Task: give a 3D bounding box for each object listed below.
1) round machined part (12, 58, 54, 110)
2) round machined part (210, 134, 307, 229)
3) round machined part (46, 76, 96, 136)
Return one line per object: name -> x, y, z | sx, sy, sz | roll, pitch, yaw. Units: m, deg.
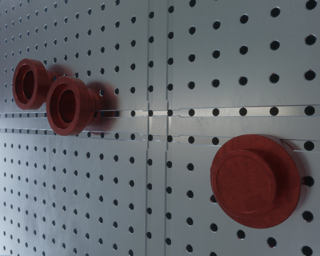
round machined part -> -0.243, -0.083, 0.601 | 0.098, 0.042, 0.097 | 0, 90, 40
round machined part -> 0.094, 0.055, 0.321 | 0.098, 0.042, 0.097 | 0, 90, 40
round machined part -> -0.146, -0.036, 0.520 | 0.098, 0.042, 0.097 | 0, 90, 40
